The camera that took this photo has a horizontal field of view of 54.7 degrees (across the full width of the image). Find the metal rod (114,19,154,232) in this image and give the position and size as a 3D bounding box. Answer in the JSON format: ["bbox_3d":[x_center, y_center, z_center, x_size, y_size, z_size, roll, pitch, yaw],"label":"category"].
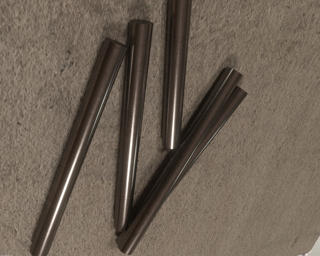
[{"bbox_3d":[-0.038,0.018,0.397,0.025,0.025,0.298,-7,122,-26],"label":"metal rod"}]

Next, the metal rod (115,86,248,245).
[{"bbox_3d":[0.027,0.064,0.462,0.025,0.025,0.299,28,103,-38],"label":"metal rod"}]

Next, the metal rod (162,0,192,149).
[{"bbox_3d":[0.021,-0.106,0.353,0.025,0.025,0.298,-12,124,-23],"label":"metal rod"}]

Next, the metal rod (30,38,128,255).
[{"bbox_3d":[-0.105,0.038,0.373,0.025,0.025,0.298,12,112,-34],"label":"metal rod"}]

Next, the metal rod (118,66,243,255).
[{"bbox_3d":[0.025,0.051,0.436,0.025,0.025,0.299,25,100,-37],"label":"metal rod"}]
